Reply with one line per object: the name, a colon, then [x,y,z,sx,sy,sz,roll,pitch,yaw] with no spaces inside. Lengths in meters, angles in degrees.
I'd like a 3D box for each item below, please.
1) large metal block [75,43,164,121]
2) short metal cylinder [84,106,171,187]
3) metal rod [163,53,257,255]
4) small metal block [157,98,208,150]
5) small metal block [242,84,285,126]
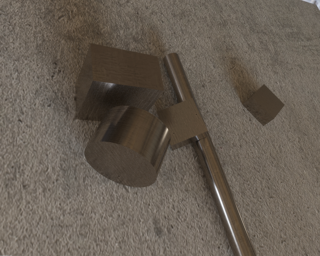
large metal block: [-0.052,-0.048,0.371,0.081,0.080,0.050,5,60,-26]
short metal cylinder: [-0.034,0.022,0.338,0.080,0.080,0.050,30,52,-10]
metal rod: [0.060,0.023,0.423,0.025,0.025,0.299,-4,64,-30]
small metal block: [0.030,-0.005,0.409,0.050,0.025,0.050,-22,70,-1]
small metal block: [0.176,-0.040,0.526,0.050,0.025,0.050,47,51,4]
